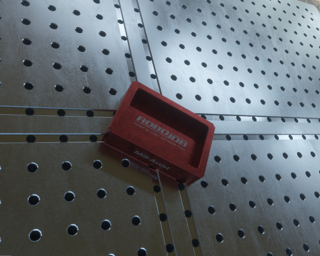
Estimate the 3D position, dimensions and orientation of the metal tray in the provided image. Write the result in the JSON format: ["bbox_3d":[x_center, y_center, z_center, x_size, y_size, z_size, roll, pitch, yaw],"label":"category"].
[{"bbox_3d":[0.003,0.006,0.404,0.131,0.030,0.090,28,52,-11],"label":"metal tray"}]
